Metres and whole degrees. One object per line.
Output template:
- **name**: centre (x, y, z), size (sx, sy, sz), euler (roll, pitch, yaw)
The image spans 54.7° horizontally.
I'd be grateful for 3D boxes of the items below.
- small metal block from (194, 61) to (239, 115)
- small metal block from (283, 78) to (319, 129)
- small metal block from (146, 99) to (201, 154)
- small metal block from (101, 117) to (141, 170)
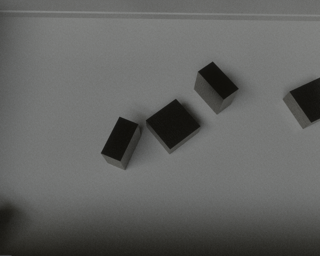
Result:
- **small metal block**: centre (0.074, -0.052, 0.416), size (0.025, 0.050, 0.050), euler (-36, 74, -12)
- **small metal block**: centre (0.207, -0.034, 0.423), size (0.050, 0.025, 0.050), euler (-24, 72, -9)
- **small metal block**: centre (0.017, -0.002, 0.410), size (0.050, 0.025, 0.050), euler (-36, 74, -12)
- **small metal block**: centre (-0.047, 0.021, 0.388), size (0.025, 0.050, 0.050), euler (22, 72, 8)
